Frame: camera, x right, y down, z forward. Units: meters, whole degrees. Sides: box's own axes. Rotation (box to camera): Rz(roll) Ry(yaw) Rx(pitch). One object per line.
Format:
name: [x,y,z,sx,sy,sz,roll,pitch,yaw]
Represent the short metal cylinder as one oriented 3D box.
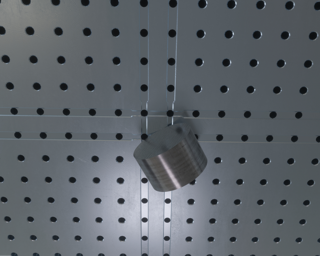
short metal cylinder: [0.013,0.036,0.397,0.080,0.080,0.050,-26,108,9]
